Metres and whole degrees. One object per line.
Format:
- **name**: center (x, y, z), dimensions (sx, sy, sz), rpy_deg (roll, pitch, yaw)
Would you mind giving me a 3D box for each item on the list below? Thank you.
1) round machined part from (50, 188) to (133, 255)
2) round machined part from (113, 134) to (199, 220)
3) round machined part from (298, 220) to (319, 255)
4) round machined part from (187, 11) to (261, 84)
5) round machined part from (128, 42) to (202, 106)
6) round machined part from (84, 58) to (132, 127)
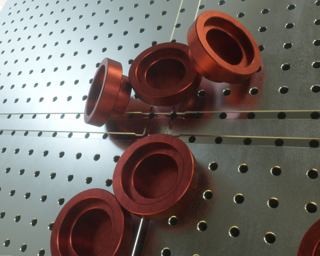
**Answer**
- **round machined part**: center (-0.074, 0.124, 0.362), dimensions (0.098, 0.042, 0.098), rpy_deg (-13, 56, 21)
- **round machined part**: center (-0.002, 0.059, 0.361), dimensions (0.098, 0.042, 0.098), rpy_deg (-13, 54, 18)
- **round machined part**: center (0.161, 0.117, 0.241), dimensions (0.098, 0.042, 0.098), rpy_deg (-13, 56, 21)
- **round machined part**: center (0.076, -0.097, 0.395), dimensions (0.042, 0.099, 0.098), rpy_deg (-44, 36, 52)
- **round machined part**: center (0.010, -0.069, 0.428), dimensions (0.098, 0.042, 0.098), rpy_deg (-7, 56, 11)
- **round machined part**: center (-0.073, -0.048, 0.446), dimensions (0.098, 0.042, 0.098), rpy_deg (-45, 36, 47)
